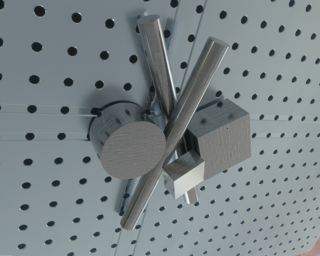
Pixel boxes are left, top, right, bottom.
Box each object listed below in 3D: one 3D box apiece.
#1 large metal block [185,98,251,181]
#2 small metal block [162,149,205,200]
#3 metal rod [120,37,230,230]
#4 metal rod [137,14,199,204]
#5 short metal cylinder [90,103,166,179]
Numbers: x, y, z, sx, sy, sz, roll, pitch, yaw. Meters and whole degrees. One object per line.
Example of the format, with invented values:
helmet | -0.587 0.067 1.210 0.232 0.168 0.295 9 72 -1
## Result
large metal block | 0.081 0.016 0.444 0.081 0.050 0.080 -25 128 -14
small metal block | 0.033 0.064 0.423 0.050 0.025 0.050 -30 144 -19
metal rod | 0.007 0.026 0.402 0.025 0.025 0.298 6 123 -32
metal rod | 0.020 0.000 0.417 0.025 0.025 0.298 -25 128 -13
short metal cylinder | -0.040 0.016 0.378 0.081 0.050 0.079 -14 125 -21
